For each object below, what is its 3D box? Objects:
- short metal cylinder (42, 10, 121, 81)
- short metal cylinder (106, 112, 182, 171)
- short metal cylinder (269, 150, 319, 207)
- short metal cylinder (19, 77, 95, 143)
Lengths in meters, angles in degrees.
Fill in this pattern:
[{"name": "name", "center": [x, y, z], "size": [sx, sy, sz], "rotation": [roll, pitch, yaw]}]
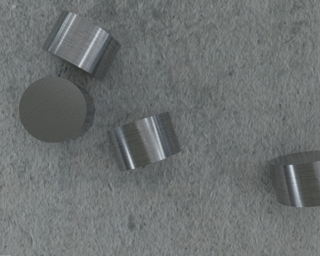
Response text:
[{"name": "short metal cylinder", "center": [-0.095, -0.099, 0.381], "size": [0.080, 0.080, 0.050], "rotation": [28, 90, -1]}, {"name": "short metal cylinder", "center": [-0.019, 0.016, 0.382], "size": [0.080, 0.080, 0.050], "rotation": [-18, 90, 0]}, {"name": "short metal cylinder", "center": [0.182, 0.061, 0.385], "size": [0.080, 0.080, 0.050], "rotation": [-12, 90, 0]}, {"name": "short metal cylinder", "center": [-0.129, -0.022, 0.396], "size": [0.081, 0.050, 0.079], "rotation": [0, 90, -1]}]
